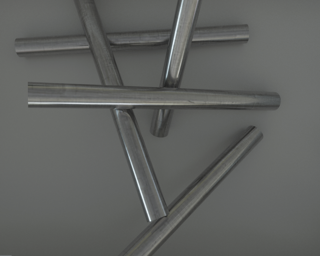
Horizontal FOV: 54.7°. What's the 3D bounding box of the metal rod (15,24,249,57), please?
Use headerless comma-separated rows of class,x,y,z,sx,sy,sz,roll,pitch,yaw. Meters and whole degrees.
metal rod,-0.036,-0.116,0.410,0.302,0.025,0.025,-4,90,0

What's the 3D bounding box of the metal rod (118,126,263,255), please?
metal rod,0.022,0.094,0.351,0.301,0.025,0.025,-39,90,-25

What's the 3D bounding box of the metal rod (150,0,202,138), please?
metal rod,0.027,-0.117,0.333,0.025,0.025,0.298,13,123,0

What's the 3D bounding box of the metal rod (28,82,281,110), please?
metal rod,0.013,-0.034,0.356,0.303,0.025,0.025,-1,90,-23

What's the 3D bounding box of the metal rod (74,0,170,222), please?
metal rod,-0.052,-0.041,0.362,0.025,0.025,0.299,-20,75,0
